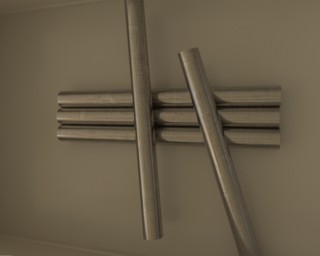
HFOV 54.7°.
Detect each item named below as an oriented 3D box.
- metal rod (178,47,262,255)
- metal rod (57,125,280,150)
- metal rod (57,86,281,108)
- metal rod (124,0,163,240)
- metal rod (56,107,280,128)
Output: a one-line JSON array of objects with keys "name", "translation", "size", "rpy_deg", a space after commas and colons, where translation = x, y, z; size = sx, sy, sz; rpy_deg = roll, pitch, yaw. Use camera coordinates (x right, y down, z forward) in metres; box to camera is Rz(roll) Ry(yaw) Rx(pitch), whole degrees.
[{"name": "metal rod", "translation": [0.076, 0.054, 0.360], "size": [0.025, 0.025, 0.298], "rpy_deg": [-17, 91, 19]}, {"name": "metal rod", "translation": [-0.003, 0.010, 0.409], "size": [0.301, 0.025, 0.025], "rpy_deg": [1, 91, 19]}, {"name": "metal rod", "translation": [-0.002, -0.040, 0.409], "size": [0.301, 0.025, 0.025], "rpy_deg": [1, 91, 19]}, {"name": "metal rod", "translation": [-0.021, -0.013, 0.389], "size": [0.025, 0.025, 0.298], "rpy_deg": [-5, 88, 19]}, {"name": "metal rod", "translation": [-0.003, -0.015, 0.409], "size": [0.301, 0.025, 0.025], "rpy_deg": [1, 91, 19]}]
